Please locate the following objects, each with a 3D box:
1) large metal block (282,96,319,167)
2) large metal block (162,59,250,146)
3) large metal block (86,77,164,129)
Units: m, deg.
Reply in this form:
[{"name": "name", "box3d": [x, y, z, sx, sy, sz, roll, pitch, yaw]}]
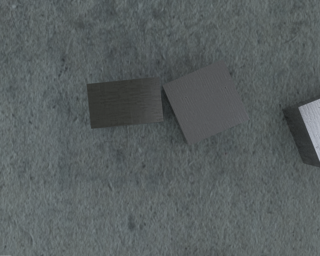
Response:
[{"name": "large metal block", "box3d": [0.220, -0.003, 0.400, 0.080, 0.050, 0.080, -22, 90, -1]}, {"name": "large metal block", "box3d": [0.056, -0.031, 0.398, 0.080, 0.050, 0.080, -24, 90, -1]}, {"name": "large metal block", "box3d": [-0.039, -0.028, 0.382, 0.081, 0.080, 0.050, -6, 90, -1]}]
